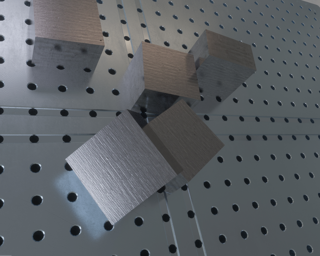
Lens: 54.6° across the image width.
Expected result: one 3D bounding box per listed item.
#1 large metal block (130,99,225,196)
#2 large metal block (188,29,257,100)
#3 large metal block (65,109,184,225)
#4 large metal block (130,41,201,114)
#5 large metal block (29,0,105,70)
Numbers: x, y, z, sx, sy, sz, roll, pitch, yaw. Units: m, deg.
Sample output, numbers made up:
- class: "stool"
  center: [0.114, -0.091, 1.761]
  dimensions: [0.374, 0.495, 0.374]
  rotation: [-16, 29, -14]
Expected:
- class: "large metal block"
  center: [0.020, 0.023, 0.388]
  dimensions: [0.080, 0.050, 0.080]
  rotation: [48, 51, 6]
- class: "large metal block"
  center: [0.086, -0.093, 0.475]
  dimensions: [0.081, 0.080, 0.050]
  rotation: [12, 57, -22]
- class: "large metal block"
  center: [-0.034, 0.038, 0.323]
  dimensions: [0.080, 0.080, 0.050]
  rotation: [52, 7, 8]
- class: "large metal block"
  center: [0.005, -0.065, 0.434]
  dimensions: [0.081, 0.050, 0.080]
  rotation: [9, 58, -23]
- class: "large metal block"
  center: [-0.123, -0.126, 0.402]
  dimensions: [0.081, 0.050, 0.080]
  rotation: [0, 62, -28]
